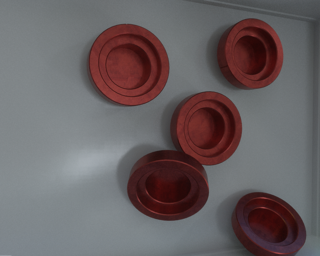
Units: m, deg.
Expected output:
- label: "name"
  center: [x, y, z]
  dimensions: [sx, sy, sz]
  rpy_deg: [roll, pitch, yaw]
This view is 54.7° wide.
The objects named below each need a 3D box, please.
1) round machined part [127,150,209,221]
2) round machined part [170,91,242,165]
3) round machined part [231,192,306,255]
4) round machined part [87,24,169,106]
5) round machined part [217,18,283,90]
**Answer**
- label: "round machined part"
  center: [0.011, 0.067, 0.390]
  dimensions: [0.099, 0.042, 0.097]
  rpy_deg: [1, 121, 3]
- label: "round machined part"
  center: [0.059, 0.000, 0.425]
  dimensions: [0.099, 0.042, 0.097]
  rpy_deg: [0, 90, -21]
- label: "round machined part"
  center: [0.149, 0.143, 0.440]
  dimensions: [0.099, 0.098, 0.042]
  rpy_deg: [-6, 132, -20]
- label: "round machined part"
  center: [-0.042, -0.075, 0.387]
  dimensions: [0.099, 0.042, 0.097]
  rpy_deg: [0, 90, -21]
- label: "round machined part"
  center: [0.125, -0.104, 0.449]
  dimensions: [0.099, 0.042, 0.097]
  rpy_deg: [0, 90, -21]
